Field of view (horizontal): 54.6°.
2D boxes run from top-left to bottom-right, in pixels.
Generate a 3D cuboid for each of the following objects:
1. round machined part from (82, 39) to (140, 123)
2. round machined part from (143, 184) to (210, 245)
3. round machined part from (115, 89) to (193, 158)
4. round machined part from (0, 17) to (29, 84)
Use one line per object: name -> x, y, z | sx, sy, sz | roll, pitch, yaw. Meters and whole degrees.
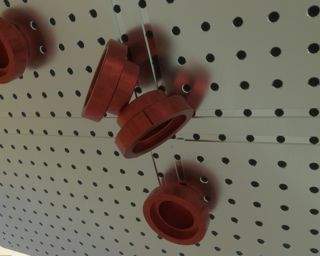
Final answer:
round machined part -> -0.057, -0.052, 0.370 | 0.042, 0.098, 0.097 | 20, 131, -18
round machined part -> 0.027, 0.123, 0.462 | 0.098, 0.042, 0.097 | 13, 124, 21
round machined part -> -0.012, -0.009, 0.370 | 0.042, 0.099, 0.098 | 55, 131, 15
round machined part -> -0.233, -0.117, 0.452 | 0.098, 0.042, 0.097 | 13, 124, 21
